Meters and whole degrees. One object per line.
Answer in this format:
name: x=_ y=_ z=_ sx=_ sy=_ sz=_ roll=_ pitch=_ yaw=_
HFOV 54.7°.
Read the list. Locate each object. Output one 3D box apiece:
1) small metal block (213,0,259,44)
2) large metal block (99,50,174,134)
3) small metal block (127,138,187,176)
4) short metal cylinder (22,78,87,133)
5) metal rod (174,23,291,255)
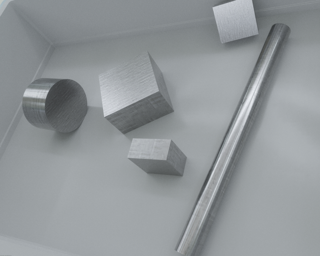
small metal block: x=0.104 y=-0.149 z=0.422 sx=0.050 sy=0.050 sz=0.025 roll=-9 pitch=26 yaw=23
large metal block: x=-0.035 y=-0.050 z=0.437 sx=0.080 sy=0.050 sz=0.080 roll=-24 pitch=53 yaw=13
small metal block: x=-0.002 y=0.035 z=0.368 sx=0.050 sy=0.050 sz=0.025 roll=0 pitch=62 yaw=28
short metal cylinder: x=-0.159 y=-0.036 z=0.473 sx=0.050 sy=0.080 sz=0.080 roll=8 pitch=66 yaw=31
metal rod: x=0.091 y=0.001 z=0.356 sx=0.025 sy=0.025 sz=0.300 roll=15 pitch=69 yaw=34
